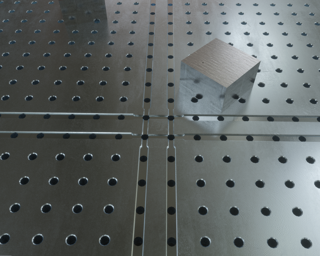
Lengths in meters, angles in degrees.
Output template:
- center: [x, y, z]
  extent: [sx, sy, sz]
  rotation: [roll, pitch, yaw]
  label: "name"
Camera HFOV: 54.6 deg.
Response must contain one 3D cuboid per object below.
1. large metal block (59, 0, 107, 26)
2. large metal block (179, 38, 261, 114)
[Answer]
- center: [-0.152, -0.247, 0.598]
  extent: [0.081, 0.050, 0.080]
  rotation: [-14, 51, -11]
  label: "large metal block"
- center: [0.087, -0.080, 0.459]
  extent: [0.080, 0.050, 0.080]
  rotation: [37, 59, 27]
  label: "large metal block"
